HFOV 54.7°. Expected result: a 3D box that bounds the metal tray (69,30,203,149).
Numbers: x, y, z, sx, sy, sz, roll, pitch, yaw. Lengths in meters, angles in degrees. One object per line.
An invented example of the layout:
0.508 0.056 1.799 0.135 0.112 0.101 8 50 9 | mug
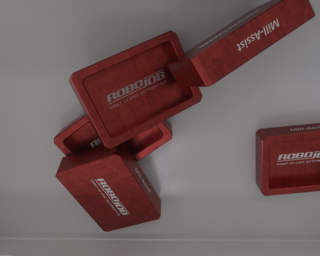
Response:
-0.025 -0.045 0.359 0.131 0.030 0.090 -28 103 -16 | metal tray

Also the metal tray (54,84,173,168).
-0.060 0.008 0.410 0.130 0.030 0.090 -34 107 11 | metal tray

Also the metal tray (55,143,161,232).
-0.064 0.082 0.415 0.090 0.030 0.130 -18 124 14 | metal tray

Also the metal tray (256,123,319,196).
0.201 0.042 0.425 0.131 0.030 0.089 -6 110 2 | metal tray

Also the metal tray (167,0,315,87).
0.079 -0.090 0.323 0.130 0.090 0.030 -34 104 -7 | metal tray
